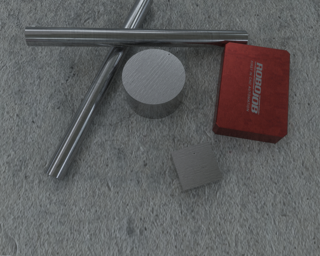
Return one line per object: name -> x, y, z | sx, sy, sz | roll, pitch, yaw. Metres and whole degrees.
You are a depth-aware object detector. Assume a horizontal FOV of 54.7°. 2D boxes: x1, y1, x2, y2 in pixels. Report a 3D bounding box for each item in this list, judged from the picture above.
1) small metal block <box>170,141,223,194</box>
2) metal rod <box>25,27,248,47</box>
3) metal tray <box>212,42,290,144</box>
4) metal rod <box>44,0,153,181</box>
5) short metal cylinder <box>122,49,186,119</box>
small metal block -> 0.045, 0.050, 0.390 | 0.050, 0.025, 0.050 | -16, 71, -6
metal rod -> -0.024, -0.125, 0.430 | 0.302, 0.025, 0.025 | -2, 70, -10
metal tray -> 0.126, -0.050, 0.425 | 0.091, 0.030, 0.130 | 9, 70, 3
metal rod -> -0.077, -0.070, 0.432 | 0.025, 0.025, 0.300 | 20, 71, 7
short metal cylinder -> -0.008, -0.058, 0.416 | 0.081, 0.050, 0.080 | 0, 70, 0
